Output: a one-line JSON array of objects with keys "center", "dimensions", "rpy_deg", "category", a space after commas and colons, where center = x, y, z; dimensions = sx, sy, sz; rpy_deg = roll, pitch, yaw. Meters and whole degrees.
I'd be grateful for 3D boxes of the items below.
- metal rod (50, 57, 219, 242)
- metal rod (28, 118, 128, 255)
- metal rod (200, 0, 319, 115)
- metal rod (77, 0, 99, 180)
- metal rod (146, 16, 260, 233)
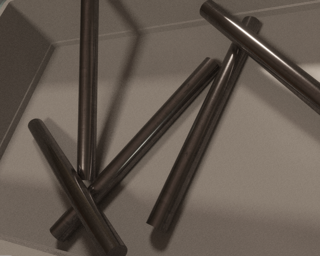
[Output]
[{"center": [-0.028, 0.024, 0.404], "dimensions": [0.300, 0.025, 0.025], "rpy_deg": [-48, 52, -6], "category": "metal rod"}, {"center": [-0.124, 0.059, 0.406], "dimensions": [0.025, 0.025, 0.300], "rpy_deg": [-47, 44, -5], "category": "metal rod"}, {"center": [0.141, -0.064, 0.349], "dimensions": [0.025, 0.025, 0.300], "rpy_deg": [-38, 58, 2], "category": "metal rod"}, {"center": [-0.099, -0.080, 0.428], "dimensions": [0.025, 0.025, 0.298], "rpy_deg": [-2, 85, 27], "category": "metal rod"}, {"center": [0.061, -0.018, 0.383], "dimensions": [0.025, 0.025, 0.300], "rpy_deg": [15, 69, 34], "category": "metal rod"}]
